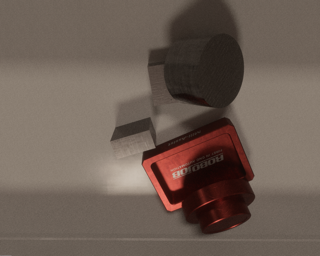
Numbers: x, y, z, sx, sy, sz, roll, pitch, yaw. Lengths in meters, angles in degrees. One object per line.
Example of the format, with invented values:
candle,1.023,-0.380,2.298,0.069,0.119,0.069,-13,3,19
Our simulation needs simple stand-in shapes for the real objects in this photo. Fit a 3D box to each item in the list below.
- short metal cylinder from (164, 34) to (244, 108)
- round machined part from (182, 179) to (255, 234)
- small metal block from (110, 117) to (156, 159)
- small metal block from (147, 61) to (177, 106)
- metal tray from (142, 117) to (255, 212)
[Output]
short metal cylinder,0.051,-0.065,0.353,0.081,0.050,0.079,-11,106,-41
round machined part,0.082,0.110,0.417,0.099,0.042,0.098,-13,147,-8
small metal block,-0.033,0.012,0.402,0.050,0.050,0.025,-17,110,5
small metal block,0.014,-0.058,0.390,0.050,0.025,0.050,-9,110,3
metal tray,0.052,0.052,0.428,0.130,0.030,0.090,-23,109,8
